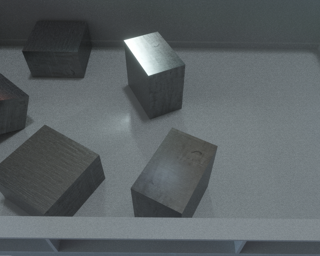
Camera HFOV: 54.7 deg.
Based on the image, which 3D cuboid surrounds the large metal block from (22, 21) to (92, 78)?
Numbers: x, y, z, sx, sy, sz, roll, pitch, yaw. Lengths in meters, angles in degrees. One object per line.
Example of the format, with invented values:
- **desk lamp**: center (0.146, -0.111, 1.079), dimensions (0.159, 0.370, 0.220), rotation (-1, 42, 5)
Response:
- **large metal block**: center (-0.159, -0.125, 0.492), dimensions (0.081, 0.050, 0.080), rotation (1, 50, 0)

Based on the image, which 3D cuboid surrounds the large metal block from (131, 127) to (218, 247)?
- **large metal block**: center (0.015, 0.061, 0.318), dimensions (0.050, 0.080, 0.080), rotation (23, 54, 18)

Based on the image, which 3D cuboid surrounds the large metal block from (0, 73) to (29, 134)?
- **large metal block**: center (-0.229, -0.032, 0.392), dimensions (0.080, 0.050, 0.081), rotation (34, 30, 24)

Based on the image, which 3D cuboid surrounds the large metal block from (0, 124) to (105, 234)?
- **large metal block**: center (-0.121, 0.054, 0.342), dimensions (0.080, 0.050, 0.080), rotation (26, 54, 20)

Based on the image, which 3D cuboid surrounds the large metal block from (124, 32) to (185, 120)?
- **large metal block**: center (-0.009, -0.073, 0.431), dimensions (0.050, 0.080, 0.080), rotation (-20, 53, -16)
